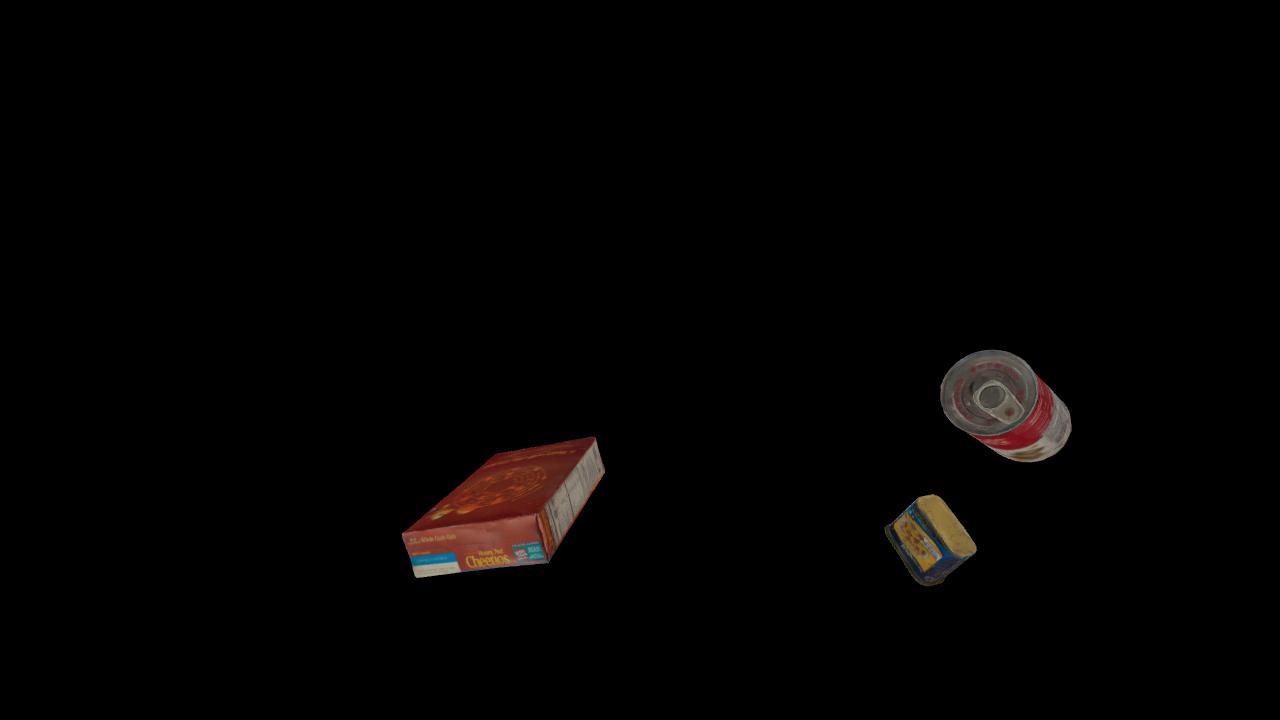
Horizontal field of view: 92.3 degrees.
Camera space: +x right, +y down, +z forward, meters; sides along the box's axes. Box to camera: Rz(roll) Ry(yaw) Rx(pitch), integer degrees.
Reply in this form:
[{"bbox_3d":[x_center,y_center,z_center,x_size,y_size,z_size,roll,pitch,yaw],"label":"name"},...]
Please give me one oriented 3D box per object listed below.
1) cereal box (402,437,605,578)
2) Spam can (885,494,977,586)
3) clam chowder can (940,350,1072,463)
[{"bbox_3d":[-0.191,0.217,0.950,0.203,0.081,0.306,-12,10,13],"label":"cereal box"},{"bbox_3d":[0.417,0.258,0.887,0.058,0.085,0.101,-4,46,-24],"label":"Spam can"},{"bbox_3d":[0.294,0.039,0.491,0.102,0.068,0.068,24,-15,-40],"label":"clam chowder can"}]
